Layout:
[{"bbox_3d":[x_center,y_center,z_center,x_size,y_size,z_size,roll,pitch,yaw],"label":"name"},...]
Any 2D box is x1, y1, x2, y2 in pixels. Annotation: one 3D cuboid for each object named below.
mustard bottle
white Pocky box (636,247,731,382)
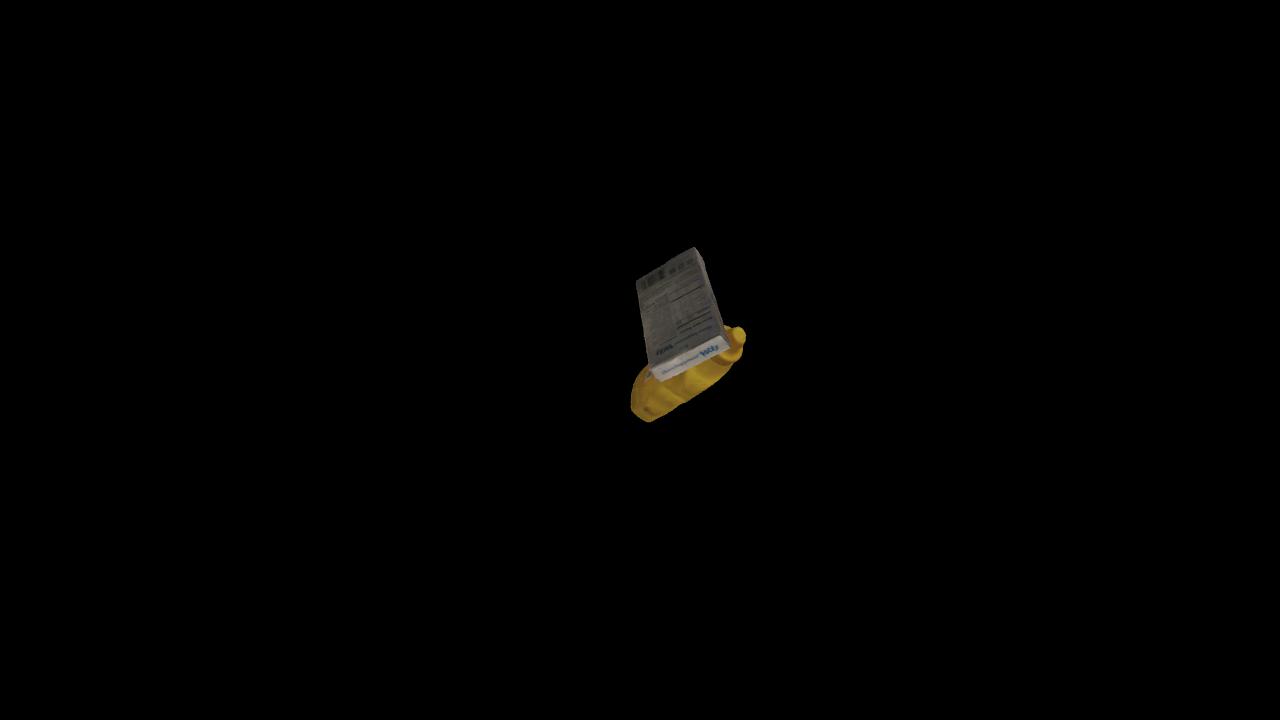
[{"bbox_3d":[0.058,0.006,0.695,0.054,0.092,0.184,41,-36,-9],"label":"mustard bottle"},{"bbox_3d":[0.041,-0.053,0.661,0.084,0.154,0.028,-28,-49,17],"label":"white Pocky box"}]
